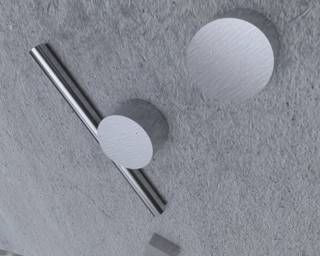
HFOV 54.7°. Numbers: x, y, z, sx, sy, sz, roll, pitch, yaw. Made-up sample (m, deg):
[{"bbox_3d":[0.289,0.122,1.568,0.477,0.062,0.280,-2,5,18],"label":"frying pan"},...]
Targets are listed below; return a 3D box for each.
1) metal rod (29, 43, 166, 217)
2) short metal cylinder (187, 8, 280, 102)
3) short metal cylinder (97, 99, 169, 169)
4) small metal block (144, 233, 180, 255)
[{"bbox_3d":[-0.085,0.010,0.455,0.025,0.025,0.299,-26,105,37],"label":"metal rod"},{"bbox_3d":[0.074,-0.073,0.306,0.080,0.050,0.079,13,124,20],"label":"short metal cylinder"},{"bbox_3d":[-0.035,0.007,0.412,0.080,0.050,0.079,13,124,20],"label":"short metal cylinder"},{"bbox_3d":[0.002,0.218,0.539,0.050,0.025,0.050,25,127,12],"label":"small metal block"}]
